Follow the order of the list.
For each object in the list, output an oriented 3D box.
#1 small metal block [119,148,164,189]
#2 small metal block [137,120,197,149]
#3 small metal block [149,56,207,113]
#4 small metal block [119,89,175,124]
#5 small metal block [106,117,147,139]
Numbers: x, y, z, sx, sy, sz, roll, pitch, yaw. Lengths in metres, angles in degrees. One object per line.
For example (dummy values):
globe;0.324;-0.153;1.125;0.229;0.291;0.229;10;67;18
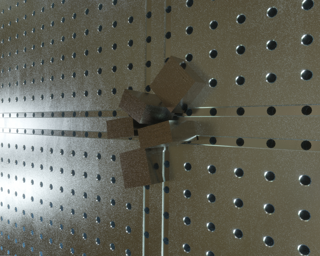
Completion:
small metal block;-0.026;0.055;0.429;0.050;0.025;0.050;-17;79;38
small metal block;0.009;0.008;0.384;0.050;0.050;0.025;-15;81;39
small metal block;0.022;-0.054;0.390;0.050;0.025;0.050;-52;60;27
small metal block;-0.016;-0.026;0.400;0.050;0.050;0.025;38;113;42
small metal block;-0.036;0.000;0.421;0.050;0.050;0.025;-8;86;39
